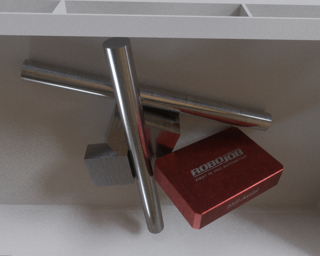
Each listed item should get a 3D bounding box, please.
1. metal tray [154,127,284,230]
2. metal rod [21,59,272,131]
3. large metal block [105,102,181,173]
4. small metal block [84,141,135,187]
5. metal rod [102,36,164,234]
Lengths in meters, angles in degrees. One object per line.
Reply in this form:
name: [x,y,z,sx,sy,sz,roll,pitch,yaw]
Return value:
metal tray: [0.070,0.054,0.376,0.131,0.090,0.030,-21,136,-25]
metal rod: [-0.007,-0.037,0.377,0.302,0.025,0.025,11,129,-10]
large metal block: [-0.027,0.011,0.400,0.081,0.050,0.079,14,129,-12]
small metal block: [-0.060,0.045,0.379,0.050,0.025,0.050,-5,130,3]
metal rod: [-0.023,0.036,0.372,0.025,0.025,0.298,-5,130,4]
